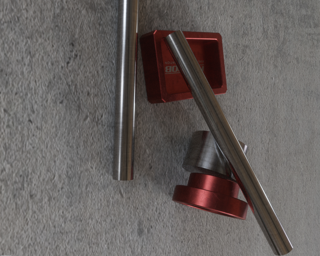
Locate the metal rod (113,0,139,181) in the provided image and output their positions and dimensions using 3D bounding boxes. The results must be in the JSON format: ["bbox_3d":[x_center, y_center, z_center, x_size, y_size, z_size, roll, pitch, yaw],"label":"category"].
[{"bbox_3d":[-0.039,-0.088,0.371,0.025,0.025,0.298,3,88,-40],"label":"metal rod"}]

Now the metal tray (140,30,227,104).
[{"bbox_3d":[0.038,-0.086,0.432,0.131,0.030,0.089,-12,98,-39],"label":"metal tray"}]

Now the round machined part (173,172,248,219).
[{"bbox_3d":[0.069,0.089,0.415,0.098,0.098,0.042,27,72,-37],"label":"round machined part"}]

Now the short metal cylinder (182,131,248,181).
[{"bbox_3d":[0.077,0.043,0.433,0.080,0.080,0.050,31,71,-36],"label":"short metal cylinder"}]

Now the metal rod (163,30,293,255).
[{"bbox_3d":[0.084,0.019,0.383,0.025,0.025,0.299,-28,92,-36],"label":"metal rod"}]
